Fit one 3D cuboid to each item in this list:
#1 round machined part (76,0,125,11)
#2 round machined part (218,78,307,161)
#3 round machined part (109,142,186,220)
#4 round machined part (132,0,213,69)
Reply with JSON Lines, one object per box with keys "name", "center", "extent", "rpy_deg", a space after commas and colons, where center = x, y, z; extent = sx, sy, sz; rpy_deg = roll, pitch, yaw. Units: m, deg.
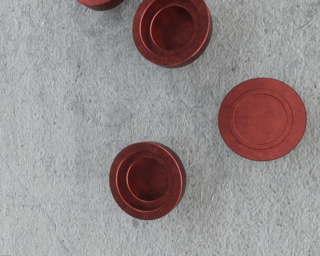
{"name": "round machined part", "center": [-0.076, -0.210, 0.427], "extent": [0.098, 0.042, 0.097], "rpy_deg": [0, 90, 20]}
{"name": "round machined part", "center": [0.116, -0.010, 0.359], "extent": [0.098, 0.042, 0.097], "rpy_deg": [0, 90, 20]}
{"name": "round machined part", "center": [-0.013, 0.066, 0.404], "extent": [0.098, 0.042, 0.097], "rpy_deg": [0, 90, 20]}
{"name": "round machined part", "center": [0.018, -0.124, 0.393], "extent": [0.098, 0.042, 0.097], "rpy_deg": [0, 90, 20]}
